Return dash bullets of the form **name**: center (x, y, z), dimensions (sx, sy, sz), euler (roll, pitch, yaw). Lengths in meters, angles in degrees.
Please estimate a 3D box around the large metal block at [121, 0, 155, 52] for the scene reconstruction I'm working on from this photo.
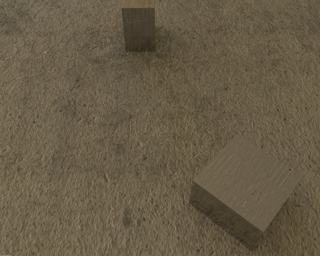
- **large metal block**: center (-0.034, -0.186, 0.524), dimensions (0.050, 0.080, 0.080), euler (-1, 50, -1)

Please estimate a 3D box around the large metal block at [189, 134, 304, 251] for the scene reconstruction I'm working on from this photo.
- **large metal block**: center (0.090, 0.066, 0.332), dimensions (0.080, 0.050, 0.080), euler (35, 58, 25)
